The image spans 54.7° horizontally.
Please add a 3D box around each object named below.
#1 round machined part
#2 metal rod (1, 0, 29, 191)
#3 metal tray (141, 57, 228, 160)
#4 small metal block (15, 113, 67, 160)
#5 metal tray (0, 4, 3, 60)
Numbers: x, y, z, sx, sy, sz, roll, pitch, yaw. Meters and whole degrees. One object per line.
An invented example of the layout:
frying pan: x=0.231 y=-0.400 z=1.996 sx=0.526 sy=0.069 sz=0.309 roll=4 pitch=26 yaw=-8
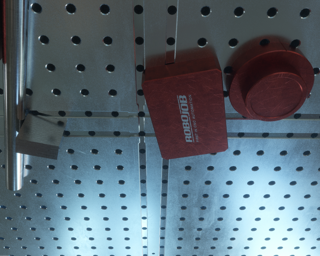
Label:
round machined part: x=0.131 y=-0.046 z=0.363 sx=0.099 sy=0.042 sz=0.097 roll=-1 pitch=130 yaw=0
metal rod: x=-0.183 y=-0.021 z=0.390 sx=0.025 sy=0.025 sz=0.298 roll=13 pitch=129 yaw=-11
metal tray: x=0.035 y=-0.019 z=0.393 sx=0.090 sy=0.030 sz=0.129 roll=-9 pitch=130 yaw=7
small metal block: x=-0.152 y=0.010 z=0.401 sx=0.050 sy=0.050 sz=0.025 roll=12 pitch=129 yaw=-12
metal tray: x=-0.228 y=-0.118 z=0.305 sx=0.131 sy=0.030 sz=0.089 roll=15 pitch=129 yaw=-13
